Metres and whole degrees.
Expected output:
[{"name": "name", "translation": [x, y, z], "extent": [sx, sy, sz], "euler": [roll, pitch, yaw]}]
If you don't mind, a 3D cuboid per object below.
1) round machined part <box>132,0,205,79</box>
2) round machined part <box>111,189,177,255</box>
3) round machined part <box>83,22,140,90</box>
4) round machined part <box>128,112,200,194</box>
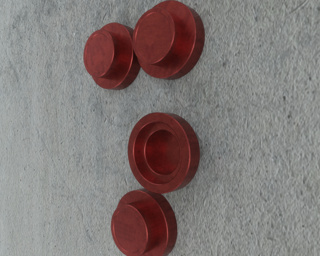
[{"name": "round machined part", "translation": [0.003, -0.112, 0.391], "extent": [0.098, 0.042, 0.097], "euler": [0, 90, 40]}, {"name": "round machined part", "translation": [-0.028, 0.133, 0.417], "extent": [0.098, 0.042, 0.097], "euler": [0, 90, 40]}, {"name": "round machined part", "translation": [-0.075, -0.106, 0.456], "extent": [0.098, 0.042, 0.097], "euler": [0, 90, 40]}, {"name": "round machined part", "translation": [0.009, 0.030, 0.387], "extent": [0.098, 0.042, 0.097], "euler": [0, 90, 40]}]
